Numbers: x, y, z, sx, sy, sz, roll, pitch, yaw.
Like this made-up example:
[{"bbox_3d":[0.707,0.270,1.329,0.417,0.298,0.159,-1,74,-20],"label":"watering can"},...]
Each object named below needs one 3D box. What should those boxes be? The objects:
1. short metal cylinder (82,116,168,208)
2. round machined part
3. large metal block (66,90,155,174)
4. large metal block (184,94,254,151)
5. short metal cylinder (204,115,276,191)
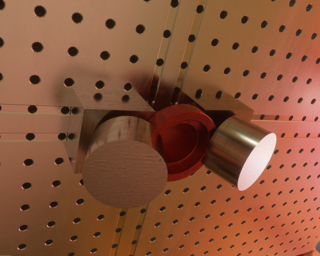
[{"bbox_3d":[-0.034,0.034,0.316,0.081,0.050,0.079,-2,118,-4],"label":"short metal cylinder"},{"bbox_3d":[0.017,0.014,0.380,0.099,0.042,0.097,-14,124,-21],"label":"round machined part"},{"bbox_3d":[-0.060,0.004,0.364,0.081,0.050,0.079,1,118,-29],"label":"large metal block"},{"bbox_3d":[0.073,0.000,0.434,0.081,0.050,0.079,-1,119,-28],"label":"large metal block"},{"bbox_3d":[0.100,0.031,0.387,0.081,0.050,0.079,-31,137,-33],"label":"short metal cylinder"}]
